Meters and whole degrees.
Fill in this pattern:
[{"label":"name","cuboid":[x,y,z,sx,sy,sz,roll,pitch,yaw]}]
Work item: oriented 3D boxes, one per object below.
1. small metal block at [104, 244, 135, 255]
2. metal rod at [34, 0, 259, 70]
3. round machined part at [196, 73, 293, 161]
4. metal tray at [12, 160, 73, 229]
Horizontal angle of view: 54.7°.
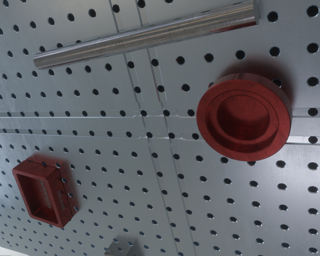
[{"label":"small metal block","cuboid":[-0.075,0.260,0.612,0.050,0.025,0.050,-5,116,30]},{"label":"metal rod","cuboid":[-0.039,-0.103,0.368,0.300,0.025,0.025,-3,117,29]},{"label":"round machined part","cuboid":[0.093,-0.015,0.342,0.098,0.042,0.097,13,124,21]},{"label":"metal tray","cuboid":[-0.230,0.131,0.610,0.090,0.030,0.129,9,123,23]}]
